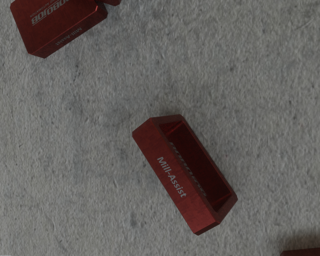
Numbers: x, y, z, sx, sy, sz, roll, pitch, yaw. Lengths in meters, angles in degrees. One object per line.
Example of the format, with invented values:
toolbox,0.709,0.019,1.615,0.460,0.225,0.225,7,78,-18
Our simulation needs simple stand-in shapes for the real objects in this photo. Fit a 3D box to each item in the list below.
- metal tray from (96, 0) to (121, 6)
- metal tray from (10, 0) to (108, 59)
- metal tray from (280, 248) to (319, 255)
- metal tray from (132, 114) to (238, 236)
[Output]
metal tray,-0.103,-0.227,0.412,0.131,0.030,0.090,19,82,3
metal tray,-0.152,-0.174,0.458,0.130,0.030,0.090,-27,82,17
metal tray,0.193,0.201,0.338,0.090,0.030,0.129,-14,85,19
metal tray,0.032,0.046,0.360,0.030,0.090,0.130,-38,78,24
